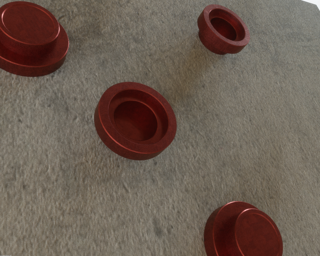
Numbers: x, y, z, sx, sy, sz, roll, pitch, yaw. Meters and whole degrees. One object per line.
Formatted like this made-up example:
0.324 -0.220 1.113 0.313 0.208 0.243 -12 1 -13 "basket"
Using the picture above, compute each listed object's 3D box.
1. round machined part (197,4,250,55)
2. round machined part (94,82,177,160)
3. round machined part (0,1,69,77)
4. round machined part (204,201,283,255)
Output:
0.110 -0.172 0.559 0.099 0.042 0.098 14 56 -21 "round machined part"
-0.032 -0.005 0.380 0.099 0.042 0.098 14 56 -21 "round machined part"
-0.161 -0.114 0.376 0.099 0.042 0.098 14 56 -21 "round machined part"
0.106 0.135 0.369 0.099 0.042 0.098 14 56 -21 "round machined part"
